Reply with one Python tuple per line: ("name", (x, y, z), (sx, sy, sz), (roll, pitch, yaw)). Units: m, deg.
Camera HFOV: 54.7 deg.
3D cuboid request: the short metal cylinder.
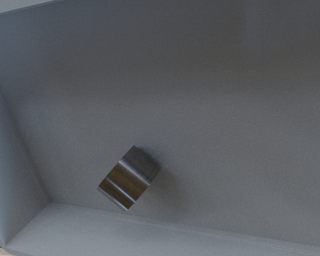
("short metal cylinder", (-0.043, 0.071, 0.438), (0.050, 0.080, 0.080), (40, 129, 0))
